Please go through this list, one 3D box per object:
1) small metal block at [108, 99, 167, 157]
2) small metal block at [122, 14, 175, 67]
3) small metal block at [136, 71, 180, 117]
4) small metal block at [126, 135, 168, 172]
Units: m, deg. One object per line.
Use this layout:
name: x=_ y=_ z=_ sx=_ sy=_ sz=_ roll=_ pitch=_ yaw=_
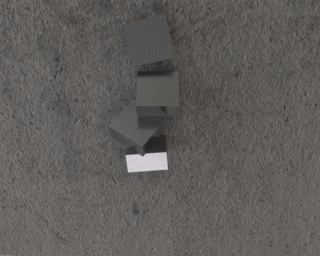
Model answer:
small metal block: x=-0.027 y=-0.001 z=0.385 sx=0.050 sy=0.050 sz=0.025 roll=30 pitch=152 yaw=17
small metal block: x=-0.013 y=-0.105 z=0.371 sx=0.050 sy=0.025 sz=0.050 roll=-12 pitch=110 yaw=4
small metal block: x=-0.003 y=-0.042 z=0.379 sx=0.050 sy=0.050 sz=0.025 roll=0 pitch=153 yaw=0
small metal block: x=-0.016 y=0.033 z=0.408 sx=0.050 sy=0.050 sz=0.025 roll=-4 pitch=113 yaw=1
